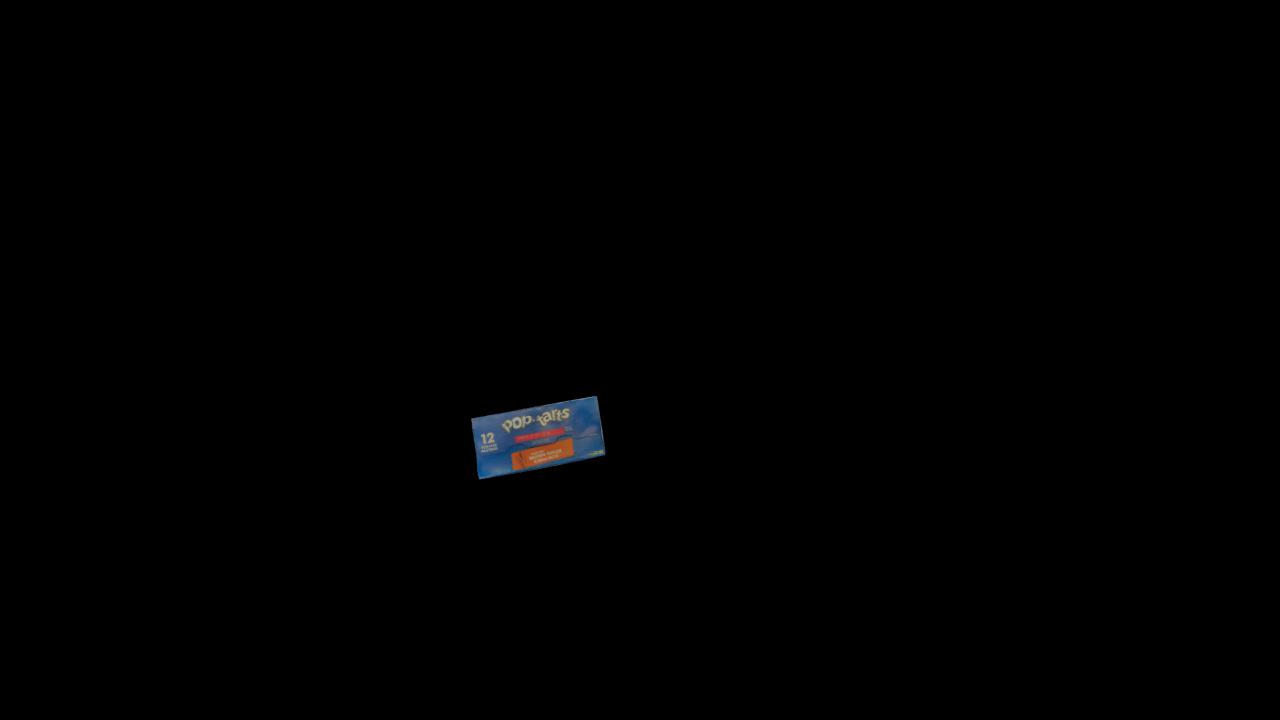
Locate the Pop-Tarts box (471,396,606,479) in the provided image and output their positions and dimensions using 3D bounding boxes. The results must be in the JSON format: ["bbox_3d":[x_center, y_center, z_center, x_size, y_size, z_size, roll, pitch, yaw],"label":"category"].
[{"bbox_3d":[-0.137,0.109,0.862,0.167,0.083,0.141,-10,-7,-7],"label":"Pop-Tarts box"}]
